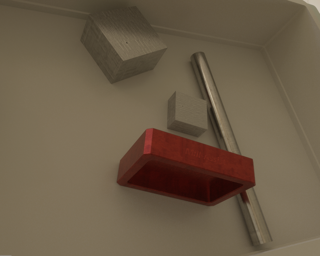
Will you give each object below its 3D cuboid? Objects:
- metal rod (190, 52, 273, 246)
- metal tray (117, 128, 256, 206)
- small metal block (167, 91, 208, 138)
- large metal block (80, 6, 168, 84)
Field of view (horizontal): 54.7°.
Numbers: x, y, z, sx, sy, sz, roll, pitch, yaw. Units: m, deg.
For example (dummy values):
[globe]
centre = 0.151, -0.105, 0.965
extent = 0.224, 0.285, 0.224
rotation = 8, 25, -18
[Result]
[metal rod]
centre = 0.096, 0.013, 0.451
extent = 0.025, 0.025, 0.299
rotation = 0, 62, -29
[metal tray]
centre = 0.028, 0.050, 0.349
extent = 0.131, 0.090, 0.030
rotation = 17, 55, -19
[small metal block]
centre = 0.039, -0.020, 0.440
extent = 0.050, 0.025, 0.050
rotation = 16, 55, -20
[large metal block]
centre = -0.051, -0.118, 0.436
extent = 0.081, 0.050, 0.080
rotation = -28, 77, -37
